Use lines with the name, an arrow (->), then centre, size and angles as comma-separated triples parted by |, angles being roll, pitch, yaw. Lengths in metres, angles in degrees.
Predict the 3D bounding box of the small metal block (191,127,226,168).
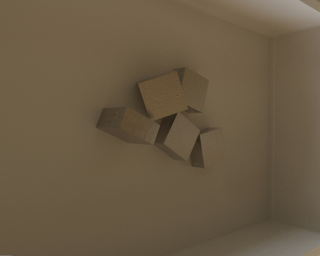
small metal block -> 0.071, 0.029, 0.469 | 0.050, 0.025, 0.050 | -15, 100, -39

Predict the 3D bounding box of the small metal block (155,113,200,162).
small metal block -> 0.023, 0.012, 0.428 | 0.050, 0.025, 0.050 | 39, 66, -34

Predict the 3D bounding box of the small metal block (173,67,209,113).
small metal block -> 0.040, -0.053, 0.442 | 0.050, 0.025, 0.050 | 21, 77, -38

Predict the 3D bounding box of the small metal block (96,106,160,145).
small metal block -> -0.037, -0.002, 0.361 | 0.050, 0.050, 0.025 | 30, 72, -37

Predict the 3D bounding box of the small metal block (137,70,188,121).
small metal block -> 0.003, -0.041, 0.395 | 0.050, 0.025, 0.050 | -19, 105, -4
